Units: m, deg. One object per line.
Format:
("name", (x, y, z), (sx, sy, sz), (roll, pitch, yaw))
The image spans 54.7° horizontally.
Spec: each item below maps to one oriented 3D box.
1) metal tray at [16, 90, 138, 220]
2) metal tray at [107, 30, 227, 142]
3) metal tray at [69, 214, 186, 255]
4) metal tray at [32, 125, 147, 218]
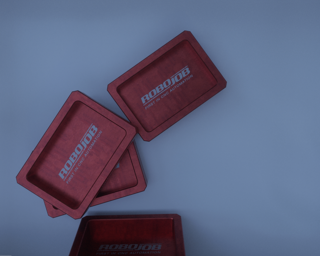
("metal tray", (-0.098, 0.032, 0.377), (0.090, 0.030, 0.130), (33, 90, -1))
("metal tray", (0.009, -0.054, 0.408), (0.130, 0.030, 0.090), (-36, 90, -1))
("metal tray", (-0.037, 0.145, 0.376), (0.131, 0.090, 0.030), (-1, 111, -1))
("metal tray", (-0.091, 0.054, 0.407), (0.131, 0.030, 0.090), (-17, 90, -1))
